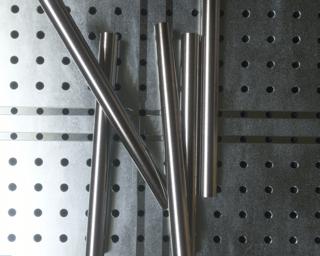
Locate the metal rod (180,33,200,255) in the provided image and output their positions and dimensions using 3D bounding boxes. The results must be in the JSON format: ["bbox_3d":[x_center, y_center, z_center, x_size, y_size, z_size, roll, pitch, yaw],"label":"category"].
[{"bbox_3d":[0.038,0.026,0.413,0.025,0.025,0.298,1,90,-1],"label":"metal rod"}]

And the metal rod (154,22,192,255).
[{"bbox_3d":[0.016,0.012,0.399,0.025,0.025,0.298,-4,84,-1],"label":"metal rod"}]

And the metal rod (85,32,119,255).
[{"bbox_3d":[-0.077,0.025,0.412,0.025,0.025,0.298,4,90,-1],"label":"metal rod"}]

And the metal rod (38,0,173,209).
[{"bbox_3d":[-0.060,-0.027,0.389,0.025,0.025,0.299,-29,100,0],"label":"metal rod"}]

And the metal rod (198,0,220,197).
[{"bbox_3d":[0.066,-0.059,0.414,0.025,0.025,0.298,1,90,-1],"label":"metal rod"}]
